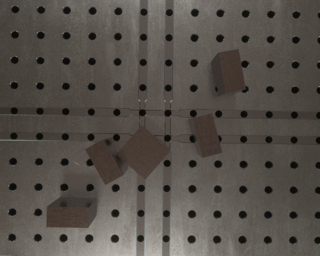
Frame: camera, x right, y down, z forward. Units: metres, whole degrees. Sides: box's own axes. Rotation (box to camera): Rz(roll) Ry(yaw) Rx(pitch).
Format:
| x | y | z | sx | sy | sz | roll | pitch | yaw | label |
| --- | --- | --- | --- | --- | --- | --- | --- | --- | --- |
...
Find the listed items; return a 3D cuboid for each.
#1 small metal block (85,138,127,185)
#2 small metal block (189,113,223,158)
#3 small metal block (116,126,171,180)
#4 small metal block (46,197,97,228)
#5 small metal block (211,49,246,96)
| x | y | z | sx | sy | sz | roll | pitch | yaw | label |
| --- | --- | --- | --- | --- | --- | --- | --- | --- | --- |
| -0.067 | 0.041 | 0.400 | 0.025 | 0.050 | 0.050 | -29 | 90 | 0 | small metal block |
| 0.057 | 0.009 | 0.402 | 0.025 | 0.050 | 0.050 | -15 | 90 | 0 | small metal block |
| -0.022 | 0.032 | 0.413 | 0.050 | 0.025 | 0.050 | 41 | 89 | -1 | small metal block |
| -0.112 | 0.108 | 0.400 | 0.050 | 0.050 | 0.025 | 2 | 90 | -1 | small metal block |
| 0.088 | -0.070 | 0.402 | 0.025 | 0.050 | 0.050 | -11 | 90 | 0 | small metal block |
